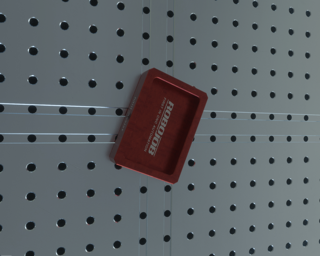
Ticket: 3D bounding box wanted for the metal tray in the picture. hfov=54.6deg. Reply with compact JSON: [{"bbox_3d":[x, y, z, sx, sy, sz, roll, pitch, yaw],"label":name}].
[{"bbox_3d":[0.000,-0.002,0.409,0.090,0.030,0.130,23,83,-19],"label":"metal tray"}]
